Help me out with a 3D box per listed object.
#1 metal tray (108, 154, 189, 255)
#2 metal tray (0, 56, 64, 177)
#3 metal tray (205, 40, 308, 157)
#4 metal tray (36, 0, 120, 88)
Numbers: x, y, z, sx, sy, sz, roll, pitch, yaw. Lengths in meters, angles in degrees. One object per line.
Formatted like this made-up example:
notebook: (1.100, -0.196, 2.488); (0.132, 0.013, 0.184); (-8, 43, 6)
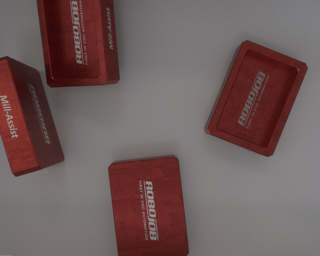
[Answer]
metal tray: (-0.014, 0.105, 0.409); (0.091, 0.030, 0.129); (-7, 90, 0)
metal tray: (-0.162, -0.013, 0.377); (0.030, 0.090, 0.129); (-16, 90, 0)
metal tray: (0.125, -0.038, 0.409); (0.090, 0.030, 0.129); (22, 90, 0)
metal tray: (-0.101, -0.117, 0.380); (0.090, 0.030, 0.129); (1, 101, 22)
